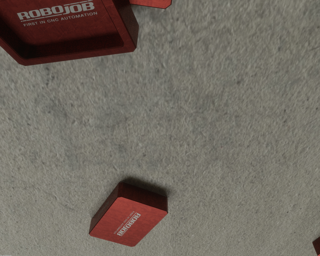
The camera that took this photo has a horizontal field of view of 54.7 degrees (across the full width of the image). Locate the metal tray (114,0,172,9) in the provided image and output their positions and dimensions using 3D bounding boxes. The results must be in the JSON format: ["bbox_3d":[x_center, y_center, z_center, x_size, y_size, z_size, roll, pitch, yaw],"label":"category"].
[{"bbox_3d":[-0.049,-0.160,0.266,0.131,0.030,0.089,6,130,-6],"label":"metal tray"}]

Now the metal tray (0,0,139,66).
[{"bbox_3d":[-0.095,-0.102,0.282,0.131,0.030,0.090,-4,153,14],"label":"metal tray"}]

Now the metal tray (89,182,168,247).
[{"bbox_3d":[-0.056,0.153,0.533,0.091,0.030,0.129,23,126,-19],"label":"metal tray"}]

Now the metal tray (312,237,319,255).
[{"bbox_3d":[0.370,0.209,0.588,0.091,0.030,0.129,15,128,-13],"label":"metal tray"}]
